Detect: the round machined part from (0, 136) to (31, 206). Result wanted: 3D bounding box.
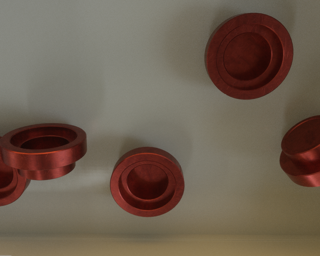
[{"bbox_3d":[-0.222,0.053,0.419,0.099,0.042,0.097,0,111,0],"label":"round machined part"}]

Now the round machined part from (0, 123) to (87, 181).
[{"bbox_3d":[-0.141,0.030,0.382,0.099,0.098,0.042,2,110,-1],"label":"round machined part"}]

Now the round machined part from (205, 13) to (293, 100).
[{"bbox_3d":[0.102,-0.086,0.371,0.099,0.042,0.097,0,110,0],"label":"round machined part"}]

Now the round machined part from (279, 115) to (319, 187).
[{"bbox_3d":[0.192,0.022,0.382,0.098,0.098,0.042,-39,105,13],"label":"round machined part"}]

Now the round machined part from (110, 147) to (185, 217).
[{"bbox_3d":[-0.017,0.070,0.428,0.099,0.042,0.097,0,110,0],"label":"round machined part"}]
